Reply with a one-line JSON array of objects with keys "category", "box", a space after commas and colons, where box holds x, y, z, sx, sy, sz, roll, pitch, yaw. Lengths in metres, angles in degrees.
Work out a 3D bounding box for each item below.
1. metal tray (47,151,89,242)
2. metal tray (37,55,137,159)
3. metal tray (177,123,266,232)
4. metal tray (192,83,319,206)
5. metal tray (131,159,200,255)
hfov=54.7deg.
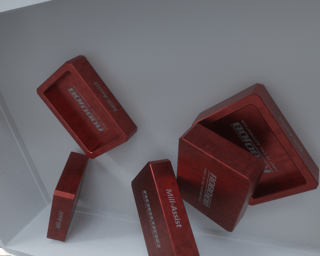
[{"category": "metal tray", "box": [-0.152, 0.114, 0.511, 0.030, 0.090, 0.129, 16, 128, -8]}, {"category": "metal tray", "box": [-0.105, -0.026, 0.442, 0.090, 0.030, 0.130, -28, 104, 37]}, {"category": "metal tray", "box": [0.065, 0.064, 0.373, 0.090, 0.030, 0.129, 32, 147, 25]}, {"category": "metal tray", "box": [0.110, 0.024, 0.361, 0.090, 0.030, 0.130, -29, 103, 37]}, {"category": "metal tray", "box": [0.002, 0.118, 0.413, 0.090, 0.030, 0.130, -54, 48, 55]}]
